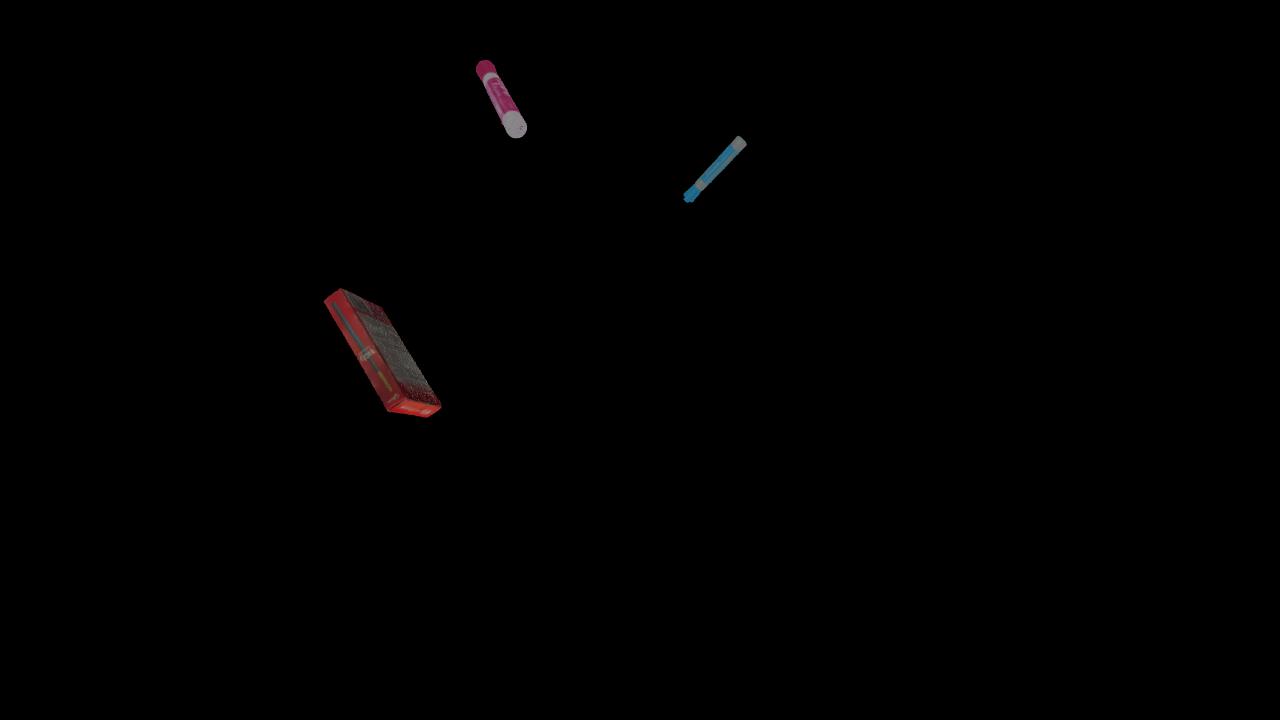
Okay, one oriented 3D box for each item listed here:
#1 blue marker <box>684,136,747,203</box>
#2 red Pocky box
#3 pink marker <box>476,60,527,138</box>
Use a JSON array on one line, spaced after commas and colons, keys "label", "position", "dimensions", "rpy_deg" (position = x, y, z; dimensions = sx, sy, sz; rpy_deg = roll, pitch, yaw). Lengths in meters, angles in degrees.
[{"label": "blue marker", "position": [0.108, -0.278, 0.906], "dimensions": [0.121, 0.020, 0.020], "rpy_deg": [-43, -25, 30]}, {"label": "red Pocky box", "position": [-0.288, -0.005, 0.691], "dimensions": [0.028, 0.155, 0.083], "rpy_deg": [-36, -14, 0]}, {"label": "pink marker", "position": [-0.130, -0.244, 0.569], "dimensions": [0.020, 0.121, 0.020], "rpy_deg": [-18, -37, -14]}]
